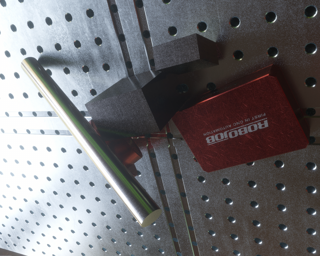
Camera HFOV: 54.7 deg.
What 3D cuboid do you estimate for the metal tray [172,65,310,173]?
[{"bbox_3d":[0.089,-0.005,0.357,0.130,0.030,0.090,-22,107,35],"label":"metal tray"}]

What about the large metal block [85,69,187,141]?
[{"bbox_3d":[-0.026,-0.031,0.369,0.080,0.080,0.050,-11,113,32],"label":"large metal block"}]

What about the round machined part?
[{"bbox_3d":[-0.061,0.025,0.423,0.042,0.098,0.098,-38,99,2],"label":"round machined part"}]

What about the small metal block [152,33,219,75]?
[{"bbox_3d":[0.028,-0.076,0.328,0.050,0.050,0.025,-9,89,31],"label":"small metal block"}]

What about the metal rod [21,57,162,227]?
[{"bbox_3d":[-0.100,-0.003,0.378,0.300,0.025,0.025,45,134,31],"label":"metal rod"}]
